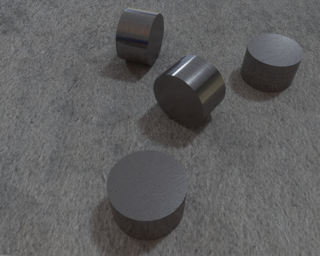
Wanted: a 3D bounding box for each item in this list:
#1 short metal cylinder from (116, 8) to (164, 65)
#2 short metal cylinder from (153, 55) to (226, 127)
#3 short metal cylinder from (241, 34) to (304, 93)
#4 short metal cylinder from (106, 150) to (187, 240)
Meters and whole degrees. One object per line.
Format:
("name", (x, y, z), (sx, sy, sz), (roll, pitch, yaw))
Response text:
("short metal cylinder", (-0.030, -0.143, 0.488), (0.050, 0.080, 0.080), (14, 52, 11))
("short metal cylinder", (0.038, -0.048, 0.409), (0.080, 0.080, 0.050), (32, 57, 23))
("short metal cylinder", (0.169, -0.100, 0.473), (0.081, 0.050, 0.080), (0, 50, 0))
("short metal cylinder", (-0.013, 0.070, 0.328), (0.081, 0.050, 0.080), (0, 50, 0))
